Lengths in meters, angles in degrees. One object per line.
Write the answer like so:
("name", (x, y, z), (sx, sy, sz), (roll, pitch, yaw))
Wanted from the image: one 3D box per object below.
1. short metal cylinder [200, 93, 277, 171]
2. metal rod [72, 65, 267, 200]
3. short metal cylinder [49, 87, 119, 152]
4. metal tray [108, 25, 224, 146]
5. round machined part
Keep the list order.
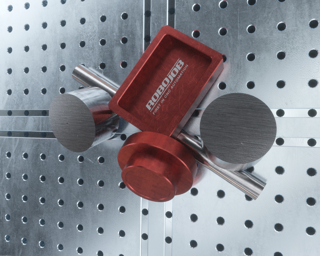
("short metal cylinder", (0.087, 0.006, 0.356), (0.080, 0.050, 0.080), (-2, 73, 8))
("metal rod", (0.000, -0.003, 0.413), (0.300, 0.025, 0.025), (33, 101, 17))
("short metal cylinder", (-0.103, -0.013, 0.423), (0.080, 0.050, 0.079), (10, 111, 27))
("metal tray", (0.008, -0.054, 0.391), (0.090, 0.030, 0.130), (34, 87, 17))
("round machined part", (-0.008, 0.054, 0.377), (0.098, 0.042, 0.097), (14, 138, 14))
